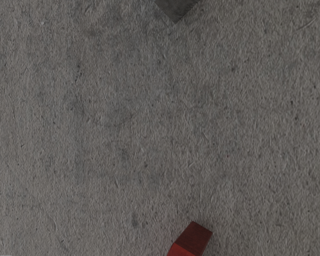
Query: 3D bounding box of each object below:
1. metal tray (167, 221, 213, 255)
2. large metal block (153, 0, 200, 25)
[{"bbox_3d":[0.015,0.185,0.369,0.030,0.090,0.129,27,99,18],"label":"metal tray"},{"bbox_3d":[0.000,-0.185,0.380,0.050,0.080,0.080,-42,77,15],"label":"large metal block"}]
